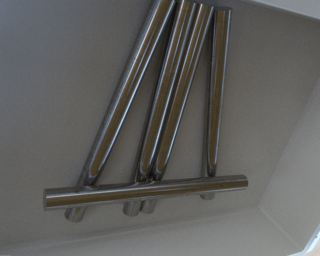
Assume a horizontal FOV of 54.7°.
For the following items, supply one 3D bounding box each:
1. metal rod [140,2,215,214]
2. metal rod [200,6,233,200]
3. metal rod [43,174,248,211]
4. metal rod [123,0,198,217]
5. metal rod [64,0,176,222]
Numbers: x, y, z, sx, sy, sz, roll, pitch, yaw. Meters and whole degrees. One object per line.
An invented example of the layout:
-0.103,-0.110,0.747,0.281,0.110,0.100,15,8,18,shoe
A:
0.014,-0.008,0.410,0.025,0.025,0.298,1,118,-29,metal rod
0.076,-0.013,0.440,0.025,0.025,0.298,-15,125,-20,metal rod
0.001,0.085,0.426,0.303,0.025,0.025,1,118,-29,metal rod
-0.007,-0.008,0.398,0.025,0.025,0.298,1,118,-29,metal rod
-0.055,-0.010,0.371,0.025,0.025,0.298,13,112,-34,metal rod
